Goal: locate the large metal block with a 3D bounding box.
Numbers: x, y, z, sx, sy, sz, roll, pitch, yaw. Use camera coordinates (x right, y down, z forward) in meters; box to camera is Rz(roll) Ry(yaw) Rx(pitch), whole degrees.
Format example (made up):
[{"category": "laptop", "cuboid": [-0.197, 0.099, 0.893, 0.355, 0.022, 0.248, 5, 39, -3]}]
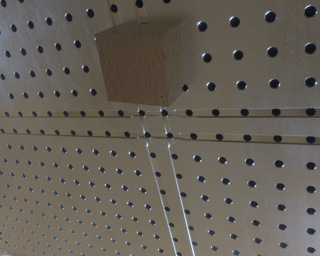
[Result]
[{"category": "large metal block", "cuboid": [-0.020, -0.074, 0.358, 0.080, 0.050, 0.079, 7, 122, 24]}]
